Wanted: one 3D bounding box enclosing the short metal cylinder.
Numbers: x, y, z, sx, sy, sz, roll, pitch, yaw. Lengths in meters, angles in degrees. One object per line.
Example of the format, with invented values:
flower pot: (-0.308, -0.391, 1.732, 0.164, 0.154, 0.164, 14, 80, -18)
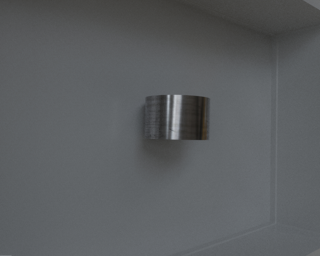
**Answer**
short metal cylinder: (0.021, -0.011, 0.384, 0.081, 0.080, 0.050, 2, 89, -40)
